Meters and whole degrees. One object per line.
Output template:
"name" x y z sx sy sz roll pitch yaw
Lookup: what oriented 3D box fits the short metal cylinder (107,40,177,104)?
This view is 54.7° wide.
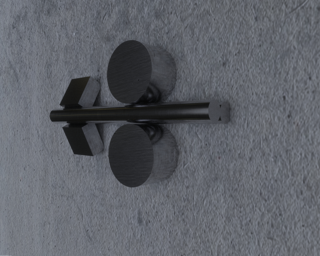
"short metal cylinder" -0.024 -0.071 0.410 0.080 0.050 0.079 0 90 40

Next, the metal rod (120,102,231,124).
"metal rod" -0.042 -0.018 0.441 0.300 0.025 0.025 1 91 40

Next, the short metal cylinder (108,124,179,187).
"short metal cylinder" -0.022 0.034 0.408 0.080 0.050 0.079 0 90 40

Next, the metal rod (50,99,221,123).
"metal rod" -0.058 -0.019 0.422 0.300 0.025 0.025 1 90 40

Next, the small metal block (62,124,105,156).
"small metal block" -0.122 0.016 0.494 0.050 0.025 0.050 1 117 39

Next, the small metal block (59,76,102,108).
"small metal block" -0.128 -0.054 0.500 0.050 0.025 0.050 0 63 40
